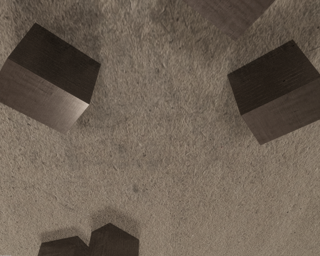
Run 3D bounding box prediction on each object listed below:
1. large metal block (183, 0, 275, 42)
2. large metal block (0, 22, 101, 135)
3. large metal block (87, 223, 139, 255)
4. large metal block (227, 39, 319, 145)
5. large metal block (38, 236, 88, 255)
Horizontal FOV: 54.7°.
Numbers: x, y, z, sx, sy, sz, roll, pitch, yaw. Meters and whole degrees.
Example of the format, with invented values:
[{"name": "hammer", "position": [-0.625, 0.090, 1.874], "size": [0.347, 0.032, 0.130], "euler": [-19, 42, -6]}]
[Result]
[{"name": "large metal block", "position": [0.045, -0.131, 0.260], "size": [0.080, 0.080, 0.050], "euler": [29, 124, -23]}, {"name": "large metal block", "position": [-0.115, -0.052, 0.325], "size": [0.080, 0.080, 0.050], "euler": [31, 123, -24]}, {"name": "large metal block", "position": [-0.086, 0.236, 0.571], "size": [0.050, 0.080, 0.080], "euler": [-33, 123, 24]}, {"name": "large metal block", "position": [0.128, -0.040, 0.339], "size": [0.080, 0.080, 0.050], "euler": [-28, 125, 21]}, {"name": "large metal block", "position": [-0.184, 0.263, 0.612], "size": [0.080, 0.050, 0.080], "euler": [-15, 129, 12]}]
